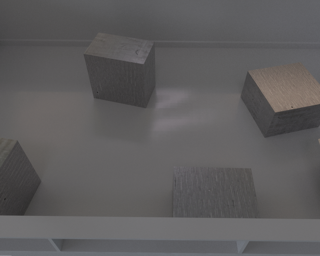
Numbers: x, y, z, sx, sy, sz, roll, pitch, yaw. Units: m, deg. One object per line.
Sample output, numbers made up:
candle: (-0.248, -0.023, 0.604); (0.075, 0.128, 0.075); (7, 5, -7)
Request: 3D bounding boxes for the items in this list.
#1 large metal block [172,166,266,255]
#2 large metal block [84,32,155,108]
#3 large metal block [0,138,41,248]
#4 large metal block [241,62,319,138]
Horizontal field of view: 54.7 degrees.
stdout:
large metal block: (0.053, 0.087, 0.316); (0.080, 0.050, 0.080); (1, 50, 1)
large metal block: (-0.052, -0.080, 0.436); (0.080, 0.080, 0.050); (12, 51, 9)
large metal block: (-0.173, 0.064, 0.314); (0.050, 0.080, 0.080); (9, 51, 7)
large metal block: (0.169, -0.040, 0.423); (0.081, 0.050, 0.080); (-11, 51, -9)
